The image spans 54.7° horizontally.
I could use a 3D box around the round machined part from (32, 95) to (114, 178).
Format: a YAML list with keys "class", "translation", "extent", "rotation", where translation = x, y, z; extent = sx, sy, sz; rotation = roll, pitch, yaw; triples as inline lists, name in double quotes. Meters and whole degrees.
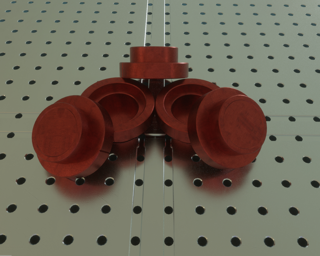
- class: "round machined part"
  translation: [-0.107, 0.008, 0.358]
  extent: [0.098, 0.042, 0.098]
  rotation: [-5, 76, 21]

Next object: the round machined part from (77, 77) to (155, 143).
- class: "round machined part"
  translation: [-0.056, -0.019, 0.411]
  extent: [0.099, 0.042, 0.098]
  rotation: [0, 50, 0]

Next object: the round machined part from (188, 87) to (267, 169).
- class: "round machined part"
  translation: [0.085, -0.001, 0.364]
  extent: [0.099, 0.042, 0.097]
  rotation: [5, 79, -25]

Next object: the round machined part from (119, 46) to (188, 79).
- class: "round machined part"
  translation: [-0.009, -0.094, 0.442]
  extent: [0.099, 0.042, 0.098]
  rotation: [0, 12, 0]

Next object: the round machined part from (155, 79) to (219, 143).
- class: "round machined part"
  translation: [0.043, -0.018, 0.412]
  extent: [0.099, 0.042, 0.098]
  rotation: [0, 50, 0]
